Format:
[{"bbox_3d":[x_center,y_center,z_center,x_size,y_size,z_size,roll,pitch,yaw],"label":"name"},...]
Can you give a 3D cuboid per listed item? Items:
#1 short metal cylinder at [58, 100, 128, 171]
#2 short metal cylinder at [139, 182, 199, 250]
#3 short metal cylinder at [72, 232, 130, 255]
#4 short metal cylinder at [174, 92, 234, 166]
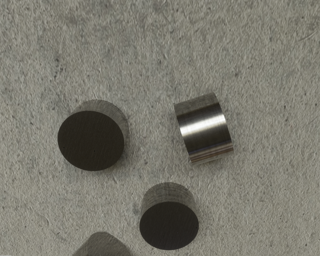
[{"bbox_3d":[-0.084,0.008,0.399,0.081,0.050,0.079,0,110,0],"label":"short metal cylinder"},{"bbox_3d":[0.012,0.125,0.443,0.081,0.050,0.079,0,110,0],"label":"short metal cylinder"},{"bbox_3d":[-0.088,0.202,0.454,0.080,0.080,0.050,39,106,-13],"label":"short metal cylinder"},{"bbox_3d":[0.053,0.001,0.381,0.050,0.080,0.080,-18,109,6],"label":"short metal cylinder"}]
